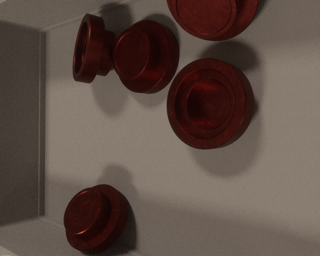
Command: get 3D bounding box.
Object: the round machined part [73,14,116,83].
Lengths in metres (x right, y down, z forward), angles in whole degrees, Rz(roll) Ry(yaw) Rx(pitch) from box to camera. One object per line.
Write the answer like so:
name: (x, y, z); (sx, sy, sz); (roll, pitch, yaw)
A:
round machined part: (-0.096, -0.114, 0.457); (0.098, 0.042, 0.098); (-26, 60, 59)

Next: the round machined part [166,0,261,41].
round machined part: (0.050, -0.132, 0.317); (0.098, 0.042, 0.097); (18, 142, 15)

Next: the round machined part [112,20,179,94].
round machined part: (-0.026, -0.096, 0.415); (0.098, 0.042, 0.097); (0, 90, 39)

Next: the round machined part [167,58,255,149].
round machined part: (0.059, -0.026, 0.346); (0.098, 0.042, 0.097); (0, 90, 39)

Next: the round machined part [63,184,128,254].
round machined part: (-0.098, 0.125, 0.444); (0.098, 0.042, 0.098); (-19, 47, 22)
